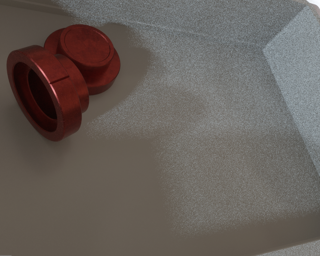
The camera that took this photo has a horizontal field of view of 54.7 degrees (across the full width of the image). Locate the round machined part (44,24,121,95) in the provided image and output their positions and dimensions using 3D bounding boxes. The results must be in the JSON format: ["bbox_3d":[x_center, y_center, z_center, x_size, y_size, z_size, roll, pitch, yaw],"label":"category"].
[{"bbox_3d":[-0.098,-0.094,0.399,0.099,0.042,0.098,14,56,-21],"label":"round machined part"}]

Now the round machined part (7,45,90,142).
[{"bbox_3d":[-0.112,-0.038,0.322,0.042,0.097,0.098,-34,81,-38],"label":"round machined part"}]
